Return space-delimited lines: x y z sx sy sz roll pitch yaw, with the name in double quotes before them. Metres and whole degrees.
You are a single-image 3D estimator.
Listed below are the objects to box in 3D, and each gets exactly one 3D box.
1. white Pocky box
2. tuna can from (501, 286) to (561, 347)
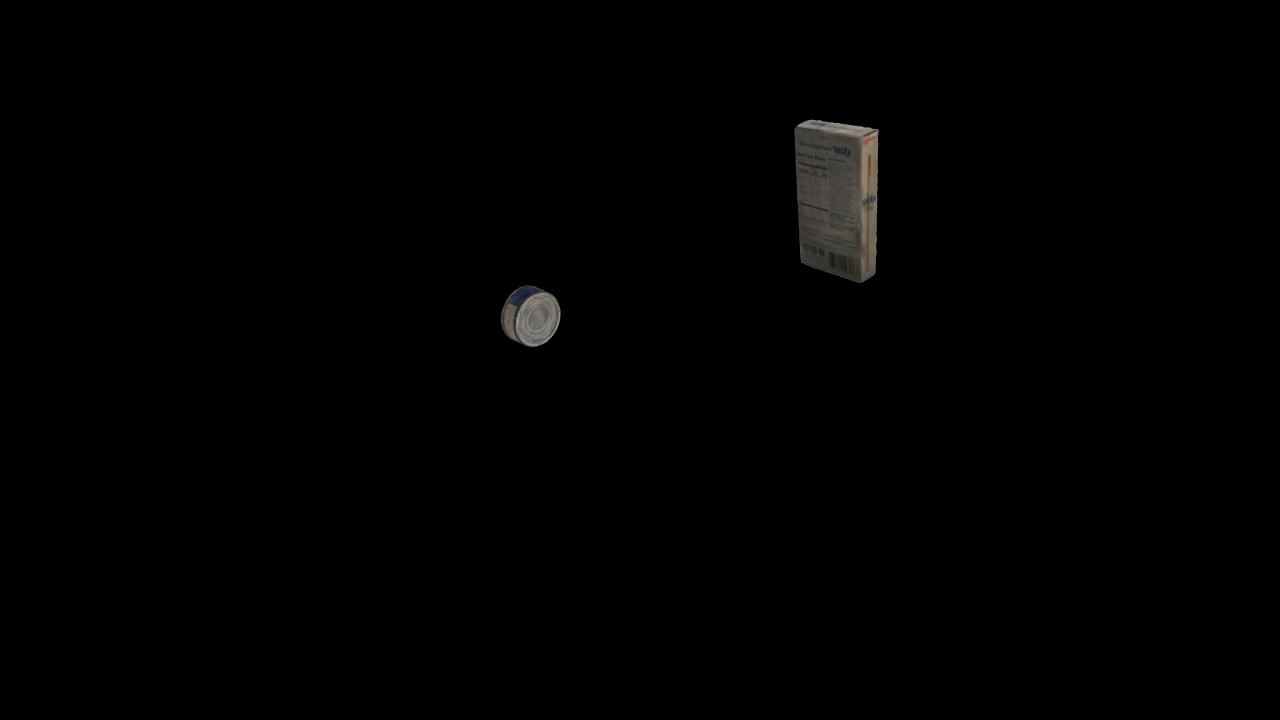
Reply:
"white Pocky box" 0.198 -0.159 0.624 0.028 0.154 0.084 -30 38 -22
"tuna can" -0.154 -0.062 0.877 0.034 0.084 0.084 23 14 38
